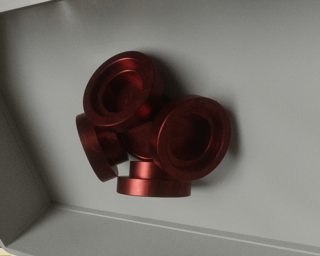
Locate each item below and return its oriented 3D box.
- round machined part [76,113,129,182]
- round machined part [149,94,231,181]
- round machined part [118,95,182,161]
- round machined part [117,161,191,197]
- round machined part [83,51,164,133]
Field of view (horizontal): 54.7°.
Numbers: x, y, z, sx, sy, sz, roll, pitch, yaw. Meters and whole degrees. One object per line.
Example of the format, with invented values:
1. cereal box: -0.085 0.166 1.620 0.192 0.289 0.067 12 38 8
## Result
1. round machined part: -0.074 0.021 0.422 0.042 0.098 0.097 -22 112 -4
2. round machined part: 0.031 0.009 0.361 0.042 0.099 0.097 28 139 58
3. round machined part: -0.015 0.005 0.404 0.098 0.042 0.097 13 124 20
4. round machined part: -0.007 0.066 0.415 0.098 0.098 0.042 -1 82 28
5. round machined part: -0.039 -0.038 0.367 0.098 0.098 0.042 -4 154 29
